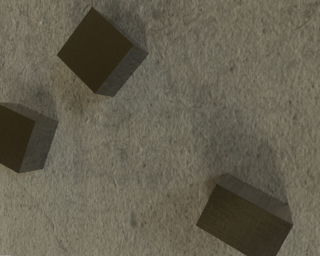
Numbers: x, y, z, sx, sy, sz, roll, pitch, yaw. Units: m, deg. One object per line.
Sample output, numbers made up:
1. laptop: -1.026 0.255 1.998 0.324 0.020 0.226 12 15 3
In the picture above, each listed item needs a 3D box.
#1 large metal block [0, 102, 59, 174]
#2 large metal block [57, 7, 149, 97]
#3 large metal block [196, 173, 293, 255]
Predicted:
1. large metal block: -0.213 0.013 0.469 0.080 0.050 0.080 23 97 18
2. large metal block: -0.077 -0.100 0.422 0.080 0.050 0.080 45 103 14
3. large metal block: 0.095 0.097 0.346 0.080 0.080 0.050 27 99 17
